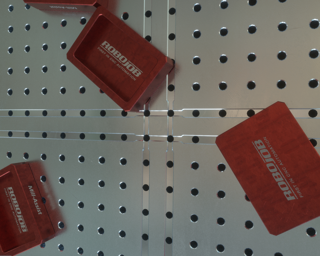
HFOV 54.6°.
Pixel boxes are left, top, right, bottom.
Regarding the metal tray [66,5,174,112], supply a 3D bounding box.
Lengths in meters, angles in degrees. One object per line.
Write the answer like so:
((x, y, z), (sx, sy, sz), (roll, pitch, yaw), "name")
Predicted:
((-0.057, -0.095, 0.430), (0.130, 0.030, 0.090), (42, 103, 15), "metal tray")

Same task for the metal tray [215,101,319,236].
((0.137, 0.046, 0.362), (0.090, 0.030, 0.130), (-32, 80, 17), "metal tray")

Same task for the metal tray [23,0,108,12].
((-0.137, -0.223, 0.458), (0.130, 0.030, 0.090), (10, 93, 19), "metal tray")

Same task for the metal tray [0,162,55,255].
((-0.231, 0.130, 0.492), (0.090, 0.030, 0.130), (-27, 81, 18), "metal tray")
